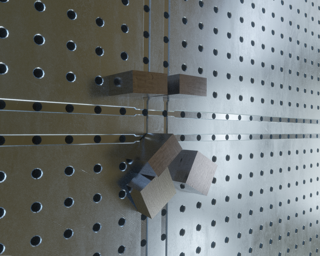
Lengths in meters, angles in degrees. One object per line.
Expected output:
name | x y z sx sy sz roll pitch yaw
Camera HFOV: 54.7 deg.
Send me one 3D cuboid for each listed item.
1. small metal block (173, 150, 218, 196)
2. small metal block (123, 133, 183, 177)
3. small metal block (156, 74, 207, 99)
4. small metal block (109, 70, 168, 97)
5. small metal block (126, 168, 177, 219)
small metal block | 0.053 0.066 0.457 0.050 0.025 0.050 36 68 -34
small metal block | -0.009 0.032 0.387 0.050 0.050 0.025 -46 118 -30
small metal block | 0.027 -0.055 0.418 0.050 0.050 0.025 0 90 -40
small metal block | -0.027 -0.052 0.372 0.050 0.050 0.025 -2 92 -40
small metal block | -0.010 0.078 0.396 0.050 0.025 0.050 -41 129 -32
